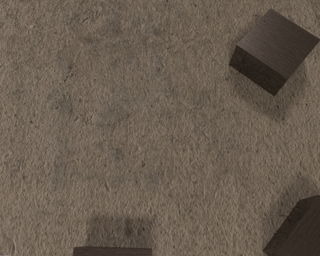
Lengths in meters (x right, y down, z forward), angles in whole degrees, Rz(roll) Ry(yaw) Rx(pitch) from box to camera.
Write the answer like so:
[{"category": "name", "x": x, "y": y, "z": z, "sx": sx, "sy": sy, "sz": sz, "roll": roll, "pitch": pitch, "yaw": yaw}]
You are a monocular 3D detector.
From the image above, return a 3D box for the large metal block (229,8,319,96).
[{"category": "large metal block", "x": 0.158, "y": -0.106, "z": 0.436, "sx": 0.080, "sy": 0.050, "sz": 0.080, "roll": 39, "pitch": 74, "yaw": 12}]

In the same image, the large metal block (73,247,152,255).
[{"category": "large metal block", "x": -0.051, "y": 0.171, "z": 0.332, "sx": 0.081, "sy": 0.050, "sz": 0.080, "roll": 2, "pitch": 70, "yaw": 0}]

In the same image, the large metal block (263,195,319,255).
[{"category": "large metal block", "x": 0.179, "y": 0.135, "z": 0.348, "sx": 0.080, "sy": 0.050, "sz": 0.080, "roll": 40, "pitch": 74, "yaw": 13}]
